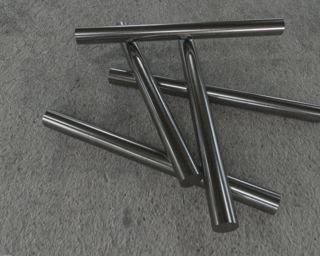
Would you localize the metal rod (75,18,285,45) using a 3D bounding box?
[{"bbox_3d":[0.031,-0.142,0.455,0.302,0.025,0.025,-4,50,-3],"label":"metal rod"}]

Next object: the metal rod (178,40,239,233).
[{"bbox_3d":[0.051,-0.021,0.386,0.025,0.025,0.300,-3,50,-3],"label":"metal rod"}]

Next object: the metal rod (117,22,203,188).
[{"bbox_3d":[-0.015,-0.053,0.414,0.025,0.025,0.300,-14,51,-12],"label":"metal rod"}]

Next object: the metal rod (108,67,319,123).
[{"bbox_3d":[0.072,-0.049,0.444,0.301,0.025,0.025,12,51,9],"label":"metal rod"}]

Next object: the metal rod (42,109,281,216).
[{"bbox_3d":[-0.011,0.035,0.373,0.301,0.025,0.025,19,53,15],"label":"metal rod"}]
